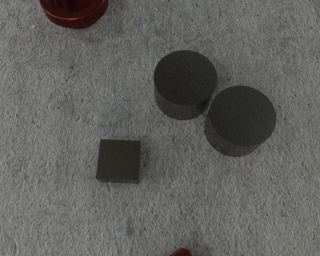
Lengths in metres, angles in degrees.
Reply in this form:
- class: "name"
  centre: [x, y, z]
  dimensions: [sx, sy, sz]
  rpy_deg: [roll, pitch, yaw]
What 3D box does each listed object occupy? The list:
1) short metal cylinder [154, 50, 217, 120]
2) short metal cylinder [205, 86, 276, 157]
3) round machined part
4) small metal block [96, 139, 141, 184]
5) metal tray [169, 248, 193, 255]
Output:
- class: "short metal cylinder"
  centre: [0.032, -0.056, 0.416]
  dimensions: [0.081, 0.050, 0.080]
  rpy_deg: [0, 70, 0]
- class: "short metal cylinder"
  centre: [0.101, -0.007, 0.398]
  dimensions: [0.081, 0.050, 0.080]
  rpy_deg: [0, 70, 0]
- class: "round machined part"
  centre: [-0.126, -0.190, 0.468]
  dimensions: [0.099, 0.042, 0.098]
  rpy_deg: [0, 70, 0]
- class: "small metal block"
  centre: [-0.051, 0.043, 0.392]
  dimensions: [0.050, 0.025, 0.050]
  rpy_deg: [3, 70, 1]
- class: "metal tray"
  centre: [0.026, 0.209, 0.329]
  dimensions: [0.090, 0.030, 0.130]
  rpy_deg: [-30, 73, -11]
